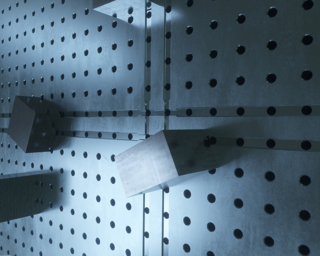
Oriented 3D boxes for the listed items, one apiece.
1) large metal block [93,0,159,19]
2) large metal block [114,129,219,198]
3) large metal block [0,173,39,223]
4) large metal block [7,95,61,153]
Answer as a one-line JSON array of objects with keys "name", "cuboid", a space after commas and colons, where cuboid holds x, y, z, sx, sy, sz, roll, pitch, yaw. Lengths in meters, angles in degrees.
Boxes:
[{"name": "large metal block", "cuboid": [-0.048, -0.207, 0.431, 0.080, 0.050, 0.079, 0, 90, 39]}, {"name": "large metal block", "cuboid": [0.008, 0.040, 0.365, 0.080, 0.081, 0.050, -30, 72, 36]}, {"name": "large metal block", "cuboid": [-0.288, 0.133, 0.607, 0.050, 0.081, 0.079, -1, 90, 40]}, {"name": "large metal block", "cuboid": [-0.240, -0.008, 0.588, 0.080, 0.050, 0.079, 32, 110, 35]}]
